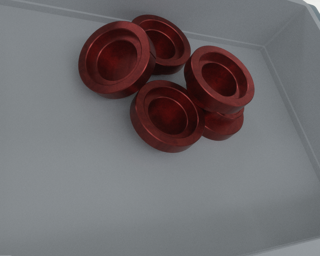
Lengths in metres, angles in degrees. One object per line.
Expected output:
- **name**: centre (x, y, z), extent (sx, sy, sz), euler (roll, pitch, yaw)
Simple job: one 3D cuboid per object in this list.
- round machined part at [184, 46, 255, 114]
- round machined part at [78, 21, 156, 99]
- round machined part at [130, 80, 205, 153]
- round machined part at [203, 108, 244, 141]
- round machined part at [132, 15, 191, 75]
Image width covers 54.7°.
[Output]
- **round machined part**: centre (0.075, -0.060, 0.420), extent (0.099, 0.042, 0.098), euler (14, 56, -21)
- **round machined part**: centre (-0.051, -0.083, 0.397), extent (0.042, 0.098, 0.098), euler (37, 30, -66)
- **round machined part**: centre (0.006, -0.011, 0.407), extent (0.099, 0.042, 0.098), euler (14, 56, -21)
- **round machined part**: centre (0.086, -0.033, 0.464), extent (0.099, 0.042, 0.098), euler (14, 56, -21)
- **round machined part**: centre (-0.006, -0.119, 0.465), extent (0.099, 0.042, 0.098), euler (14, 56, -21)
